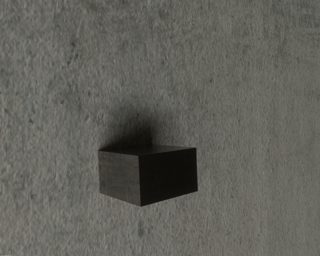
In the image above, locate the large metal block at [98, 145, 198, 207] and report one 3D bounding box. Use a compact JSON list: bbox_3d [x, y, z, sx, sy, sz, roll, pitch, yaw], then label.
[{"bbox_3d":[-0.015,0.049,0.356,0.081,0.080,0.050,-4,93,-40],"label":"large metal block"}]
